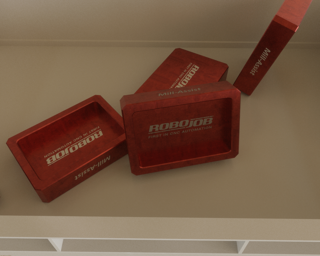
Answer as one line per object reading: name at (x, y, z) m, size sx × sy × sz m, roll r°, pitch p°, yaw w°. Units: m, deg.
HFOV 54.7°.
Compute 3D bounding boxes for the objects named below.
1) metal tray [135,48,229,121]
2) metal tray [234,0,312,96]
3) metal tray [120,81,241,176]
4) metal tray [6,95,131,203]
metal tray at (0.033, -0.059, 0.452) m, size 0.090 × 0.030 × 0.130 m, roll 24°, pitch 54°, yaw 19°
metal tray at (0.154, -0.117, 0.433) m, size 0.030 × 0.129 × 0.090 m, roll 32°, pitch 56°, yaw 8°
metal tray at (0.025, 0.000, 0.359) m, size 0.131 × 0.089 × 0.030 m, roll -9°, pitch 27°, yaw -8°
metal tray at (-0.106, 0.019, 0.384) m, size 0.131 × 0.030 × 0.090 m, roll -32°, pitch 57°, yaw -24°
